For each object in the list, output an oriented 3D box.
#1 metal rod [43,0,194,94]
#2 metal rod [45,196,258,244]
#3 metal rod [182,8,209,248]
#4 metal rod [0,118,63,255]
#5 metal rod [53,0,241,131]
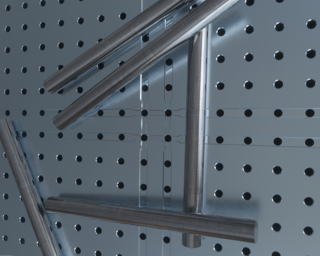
[{"bbox_3d":[-0.041,-0.132,0.426,0.300,0.025,0.025,-29,81,17],"label":"metal rod"},{"bbox_3d":[-0.030,0.115,0.403,0.301,0.025,0.025,-1,90,26],"label":"metal rod"},{"bbox_3d":[0.045,0.000,0.396,0.025,0.025,0.298,2,91,19],"label":"metal rod"},{"bbox_3d":[-0.193,0.124,0.478,0.025,0.025,0.299,-27,81,18],"label":"metal rod"},{"bbox_3d":[-0.033,-0.080,0.406,0.300,0.025,0.025,-32,80,23],"label":"metal rod"}]
